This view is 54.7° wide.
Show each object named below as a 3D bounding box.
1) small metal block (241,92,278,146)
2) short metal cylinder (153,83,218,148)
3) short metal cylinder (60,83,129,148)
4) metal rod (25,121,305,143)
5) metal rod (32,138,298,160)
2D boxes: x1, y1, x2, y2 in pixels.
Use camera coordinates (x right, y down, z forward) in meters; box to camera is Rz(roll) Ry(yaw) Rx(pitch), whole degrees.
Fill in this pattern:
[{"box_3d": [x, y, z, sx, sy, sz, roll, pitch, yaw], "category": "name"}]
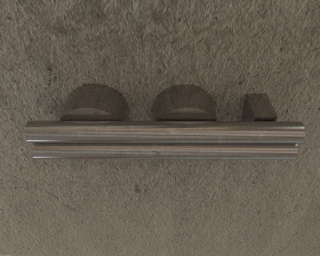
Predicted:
[{"box_3d": [0.121, -0.010, 0.387, 0.025, 0.050, 0.050, -1, 130, 1], "category": "small metal block"}, {"box_3d": [0.030, -0.008, 0.386, 0.081, 0.050, 0.079, 0, 130, 0], "category": "short metal cylinder"}, {"box_3d": [-0.080, -0.008, 0.384, 0.081, 0.050, 0.079, 0, 130, 0], "category": "short metal cylinder"}, {"box_3d": [0.006, 0.004, 0.346, 0.302, 0.025, 0.025, 0, 130, -1], "category": "metal rod"}, {"box_3d": [0.006, 0.024, 0.363, 0.302, 0.025, 0.025, 0, 130, -1], "category": "metal rod"}]
